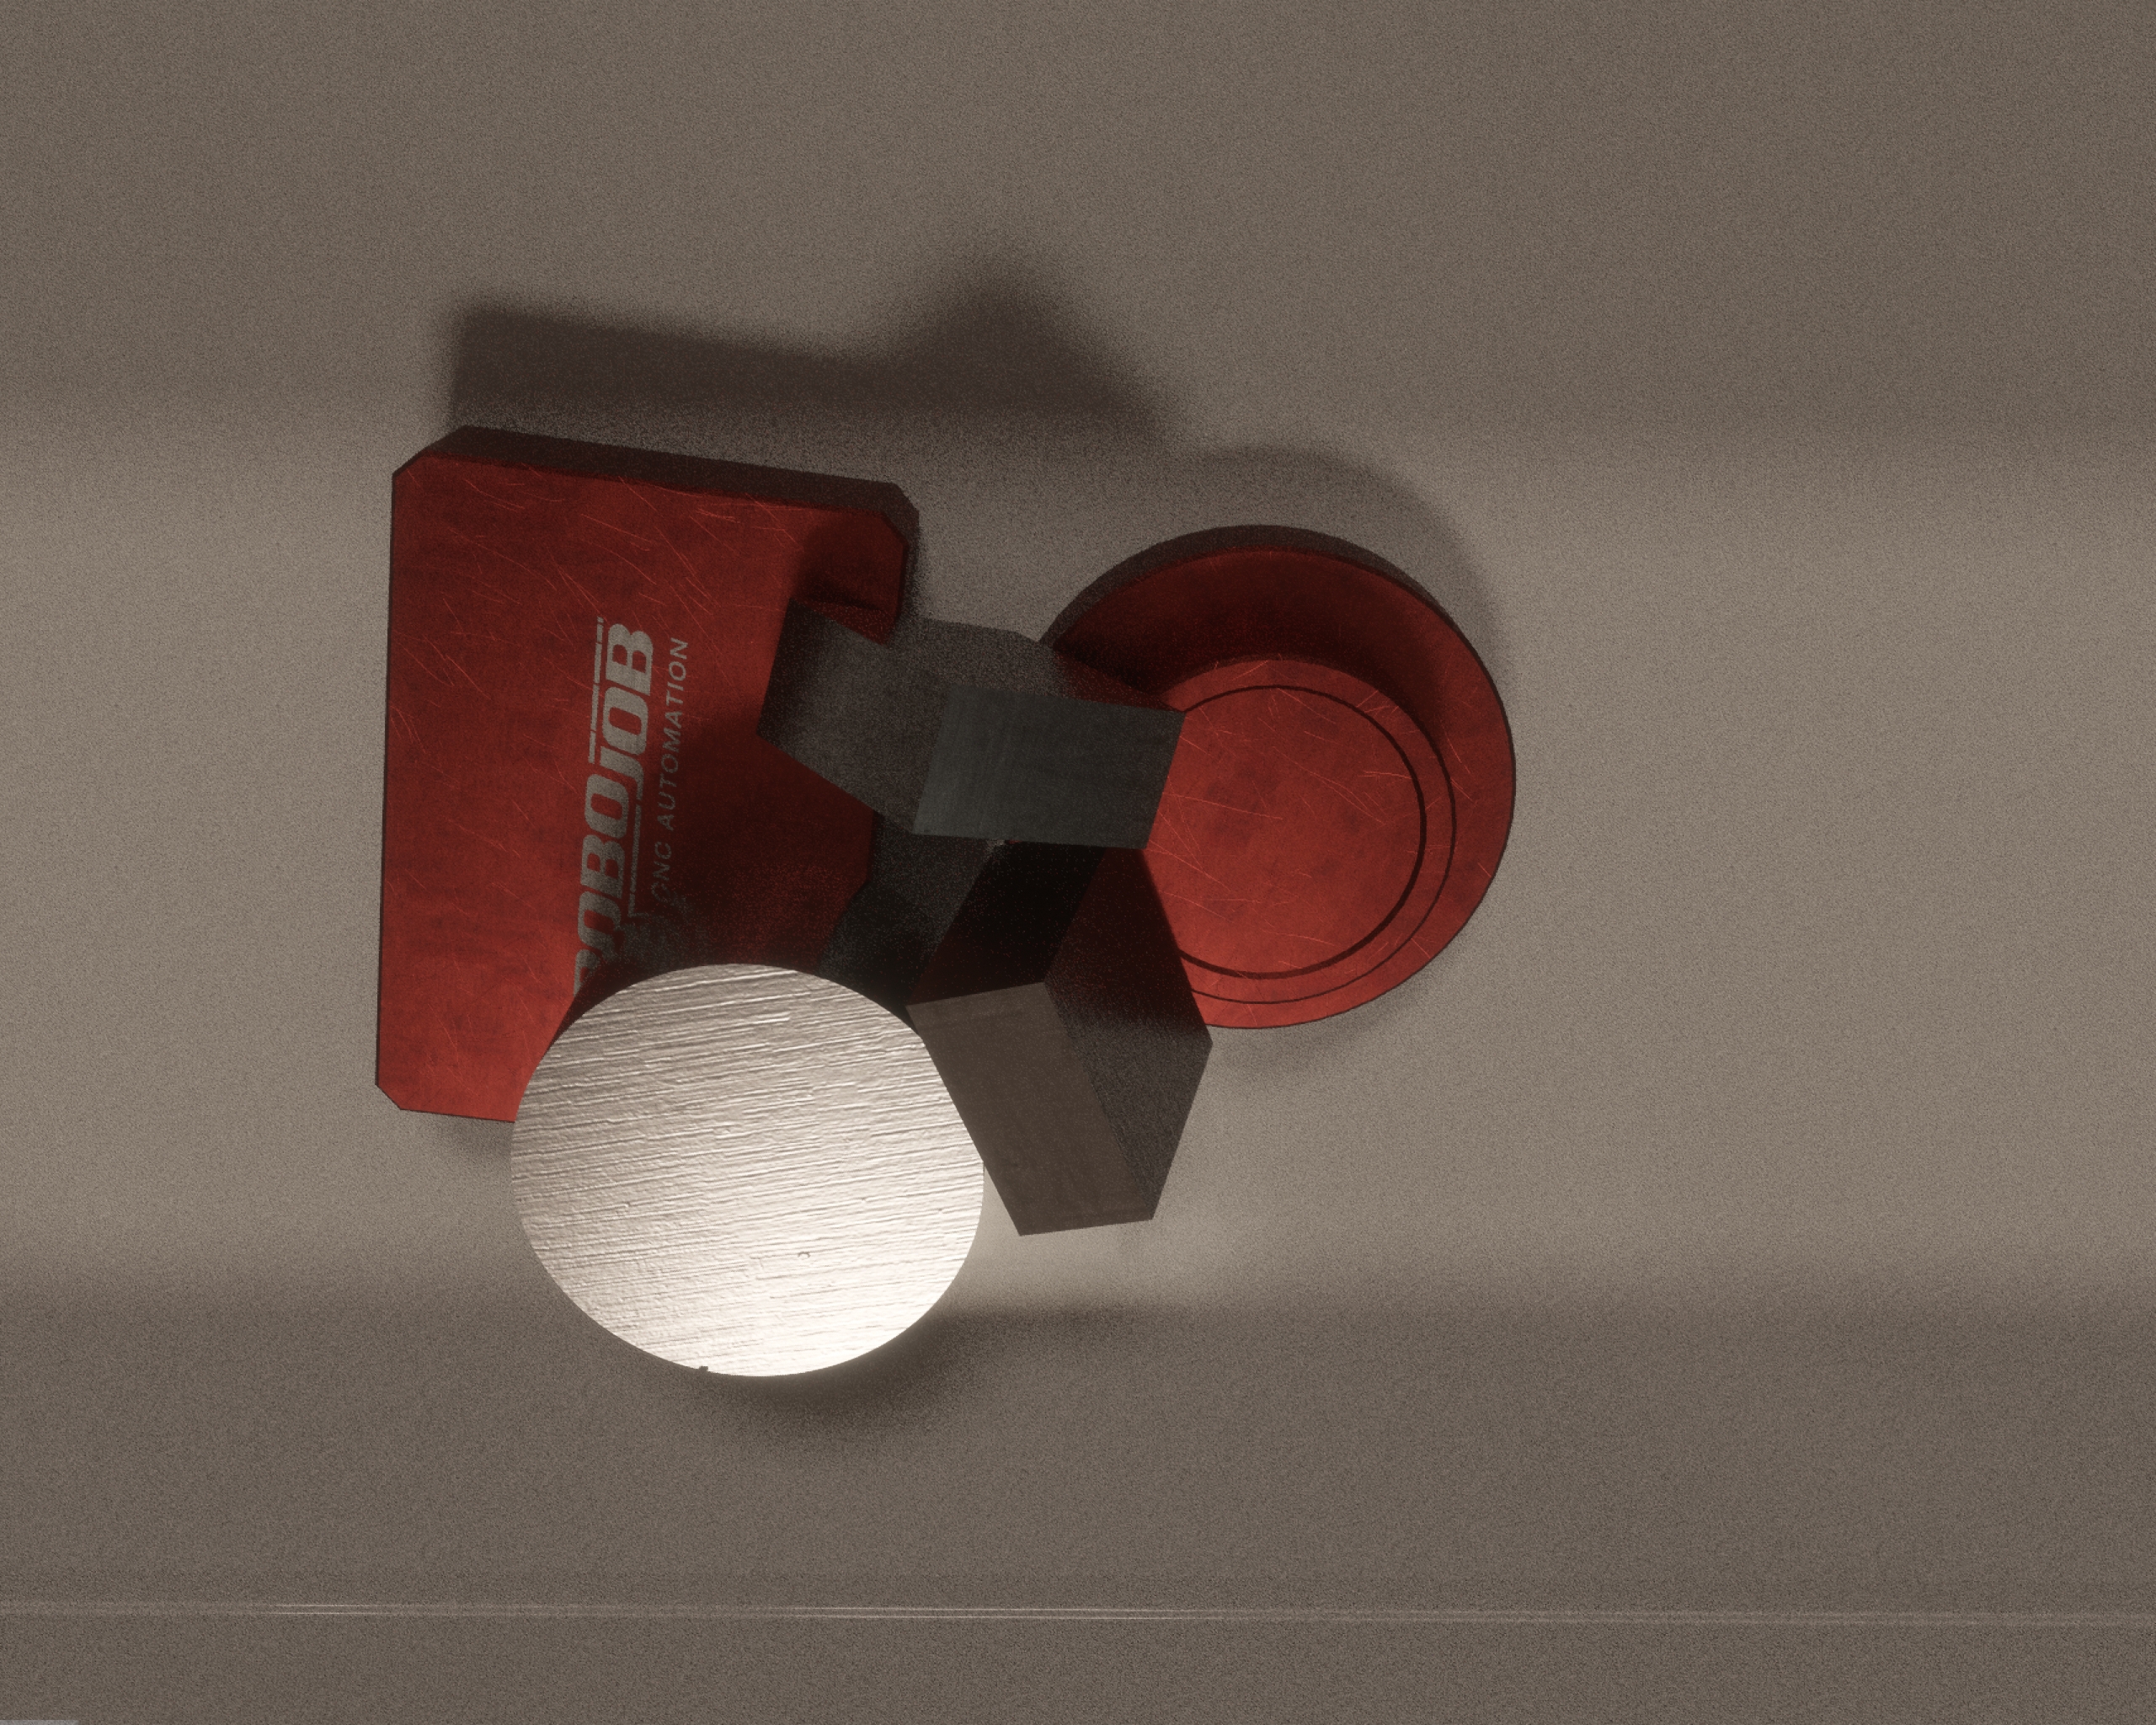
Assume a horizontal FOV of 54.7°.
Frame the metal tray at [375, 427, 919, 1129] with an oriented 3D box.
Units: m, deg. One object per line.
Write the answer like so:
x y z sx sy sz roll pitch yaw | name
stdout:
-0.083 -0.012 0.399 0.091 0.030 0.129 7 110 -3 | metal tray

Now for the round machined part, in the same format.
0.034 -0.012 0.396 0.099 0.042 0.097 0 110 -1 | round machined part

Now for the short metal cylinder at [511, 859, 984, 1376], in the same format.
-0.057 0.045 0.380 0.081 0.050 0.079 0 110 -1 | short metal cylinder

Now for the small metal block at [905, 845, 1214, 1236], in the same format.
-0.001 0.029 0.365 0.025 0.050 0.050 -12 118 24 | small metal block

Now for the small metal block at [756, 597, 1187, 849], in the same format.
-0.019 -0.024 0.360 0.050 0.050 0.025 3 109 -41 | small metal block
